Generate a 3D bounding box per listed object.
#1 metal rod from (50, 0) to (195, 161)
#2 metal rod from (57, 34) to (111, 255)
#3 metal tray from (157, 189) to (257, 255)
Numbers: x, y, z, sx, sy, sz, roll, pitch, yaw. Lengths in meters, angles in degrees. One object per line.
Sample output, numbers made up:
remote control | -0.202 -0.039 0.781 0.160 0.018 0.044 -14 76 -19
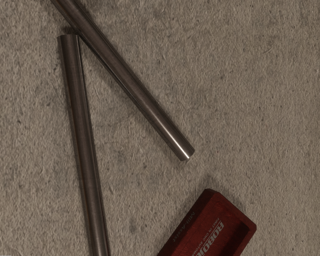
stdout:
metal rod | -0.054 -0.076 0.389 0.025 0.025 0.300 -43 104 -15
metal rod | -0.089 0.039 0.376 0.025 0.025 0.298 -9 93 -20
metal tray | 0.065 0.163 0.431 0.090 0.030 0.130 43 76 -16
